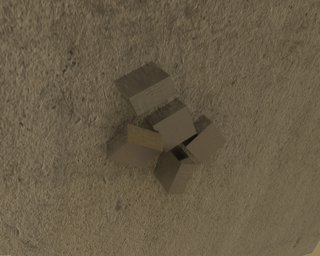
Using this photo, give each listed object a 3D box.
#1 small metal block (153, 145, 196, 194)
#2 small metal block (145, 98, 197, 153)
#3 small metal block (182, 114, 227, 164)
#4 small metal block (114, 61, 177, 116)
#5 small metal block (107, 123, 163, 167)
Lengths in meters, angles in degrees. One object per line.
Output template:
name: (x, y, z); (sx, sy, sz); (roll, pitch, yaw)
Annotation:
small metal block: (0.019, 0.058, 0.437); (0.025, 0.050, 0.050); (8, 114, -32)
small metal block: (0.015, -0.003, 0.413); (0.050, 0.025, 0.050); (-32, 129, -8)
small metal block: (0.062, 0.017, 0.451); (0.050, 0.025, 0.050); (-43, 130, 1)
small metal block: (-0.017, -0.046, 0.352); (0.050, 0.050, 0.025); (-30, 129, -9)
small metal block: (-0.032, 0.023, 0.387); (0.050, 0.025, 0.050); (18, 141, -32)
